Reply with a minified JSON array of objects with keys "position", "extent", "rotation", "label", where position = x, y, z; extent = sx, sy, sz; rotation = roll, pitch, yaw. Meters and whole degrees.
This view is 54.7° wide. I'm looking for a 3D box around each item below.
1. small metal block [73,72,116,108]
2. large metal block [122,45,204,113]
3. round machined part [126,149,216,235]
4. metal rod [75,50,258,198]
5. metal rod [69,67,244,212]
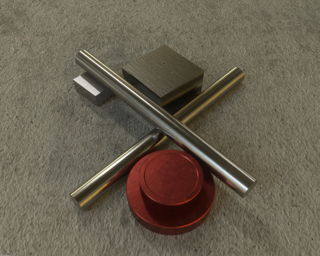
[{"position":[-0.090,-0.063,0.458],"extent":[0.050,0.025,0.050],"rotation":[35,58,25],"label":"small metal block"},{"position":[0.004,-0.066,0.445],"extent":[0.080,0.050,0.080],"rotation":[-34,58,-26],"label":"large metal block"},{"position":[0.012,0.062,0.341],"extent":[0.099,0.042,0.098],"rotation":[0,50,0],"label":"round machined part"},{"position":[-0.011,-0.020,0.389],"extent":[0.025,0.025,0.300],"rotation":[-36,59,-27],"label":"metal rod"},{"position":[0.014,0.000,0.407],"extent":[0.025,0.025,0.302],"rotation":[37,59,26],"label":"metal rod"}]
